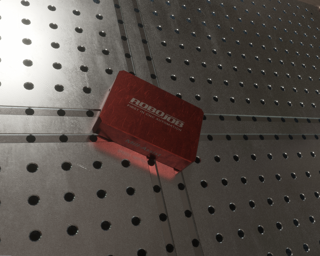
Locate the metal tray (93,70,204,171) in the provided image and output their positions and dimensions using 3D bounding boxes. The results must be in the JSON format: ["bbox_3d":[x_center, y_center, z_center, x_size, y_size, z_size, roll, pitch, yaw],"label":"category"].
[{"bbox_3d":[-0.010,-0.010,0.407,0.131,0.030,0.090,25,53,-13],"label":"metal tray"}]
